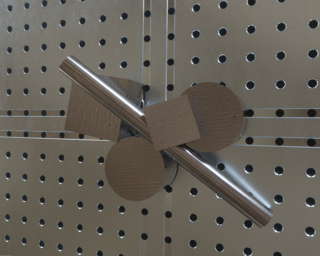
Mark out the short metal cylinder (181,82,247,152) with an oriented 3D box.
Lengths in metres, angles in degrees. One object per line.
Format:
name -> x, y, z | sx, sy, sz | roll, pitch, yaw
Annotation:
short metal cylinder -> 0.061, -0.012, 0.374 | 0.080, 0.050, 0.079 | 0, 90, 20

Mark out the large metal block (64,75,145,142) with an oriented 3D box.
large metal block -> -0.074, -0.029, 0.419 | 0.080, 0.050, 0.079 | 12, 94, 19

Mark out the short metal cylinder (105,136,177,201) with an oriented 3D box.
short metal cylinder -> -0.024, 0.050, 0.404 | 0.080, 0.050, 0.079 | 0, 90, 20

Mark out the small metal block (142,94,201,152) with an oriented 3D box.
small metal block -> 0.013, -0.004, 0.343 | 0.050, 0.025, 0.050 | -17, 84, 1

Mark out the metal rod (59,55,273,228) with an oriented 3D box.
metal rod -> 0.006, 0.015, 0.369 | 0.300, 0.025, 0.025 | 38, 103, 1
